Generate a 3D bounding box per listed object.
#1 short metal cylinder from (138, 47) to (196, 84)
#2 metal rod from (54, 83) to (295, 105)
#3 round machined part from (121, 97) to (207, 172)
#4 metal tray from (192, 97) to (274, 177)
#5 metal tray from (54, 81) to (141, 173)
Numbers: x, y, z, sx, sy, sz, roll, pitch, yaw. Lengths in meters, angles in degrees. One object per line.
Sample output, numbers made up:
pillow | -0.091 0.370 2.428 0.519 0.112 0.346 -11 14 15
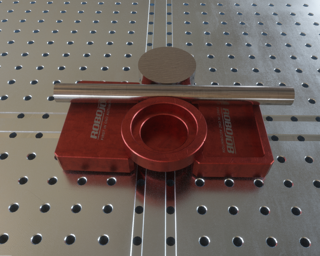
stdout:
short metal cylinder | 0.010 -0.073 0.447 0.081 0.050 0.080 0 50 0
metal rod | 0.018 -0.044 0.400 0.302 0.025 0.025 1 50 0
round machined part | 0.005 0.011 0.370 0.099 0.042 0.098 0 50 0
metal tray | 0.085 0.000 0.400 0.091 0.030 0.130 1 50 0
metal tray | -0.073 -0.007 0.403 0.091 0.030 0.130 2 50 2
